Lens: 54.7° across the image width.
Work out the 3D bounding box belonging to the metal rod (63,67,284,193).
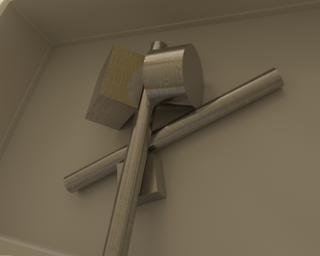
[{"bbox_3d":[0.009,0.008,0.392,0.301,0.025,0.025,-28,53,10],"label":"metal rod"}]

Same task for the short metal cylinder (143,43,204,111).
[{"bbox_3d":[0.019,-0.063,0.395,0.050,0.080,0.080,-3,60,25],"label":"short metal cylinder"}]

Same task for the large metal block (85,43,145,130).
[{"bbox_3d":[-0.060,-0.053,0.425,0.080,0.050,0.080,-40,34,57],"label":"large metal block"}]

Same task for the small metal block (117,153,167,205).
[{"bbox_3d":[-0.023,0.064,0.376,0.050,0.025,0.050,-19,54,16],"label":"small metal block"}]

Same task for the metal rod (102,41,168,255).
[{"bbox_3d":[-0.025,0.014,0.373,0.025,0.025,0.300,-4,58,25],"label":"metal rod"}]
